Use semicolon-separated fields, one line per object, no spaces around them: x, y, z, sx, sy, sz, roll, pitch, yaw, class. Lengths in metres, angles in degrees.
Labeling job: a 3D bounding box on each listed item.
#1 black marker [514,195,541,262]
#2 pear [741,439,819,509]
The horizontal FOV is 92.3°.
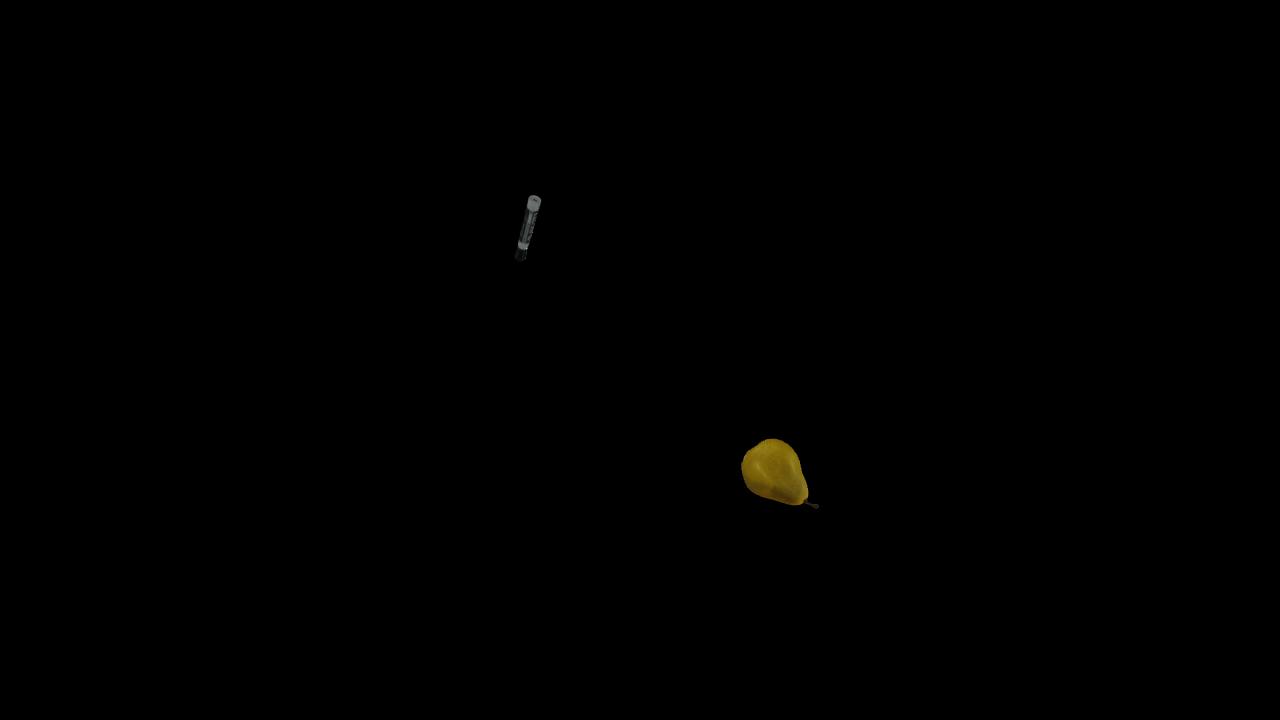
-0.172;-0.196;0.934;0.020;0.020;0.121;0;-38;-24;black marker
0.186;0.162;0.814;0.080;0.111;0.080;-22;-34;-16;pear
